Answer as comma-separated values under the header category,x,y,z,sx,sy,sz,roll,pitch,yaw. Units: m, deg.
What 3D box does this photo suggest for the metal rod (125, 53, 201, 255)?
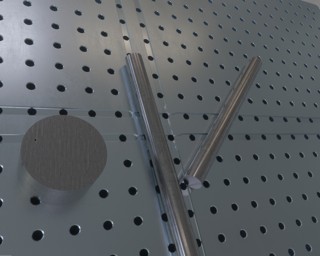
category,x,y,z,sx,sy,sz,roll,pitch,yaw
metal rod,0.000,0.031,0.388,0.025,0.025,0.299,-2,63,-29

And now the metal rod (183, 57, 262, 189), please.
category,x,y,z,sx,sy,sz,roll,pitch,yaw
metal rod,0.109,-0.027,0.483,0.025,0.025,0.301,38,51,-3

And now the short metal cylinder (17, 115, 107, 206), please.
category,x,y,z,sx,sy,sz,roll,pitch,yaw
short metal cylinder,-0.101,0.033,0.317,0.081,0.050,0.080,14,56,-21
